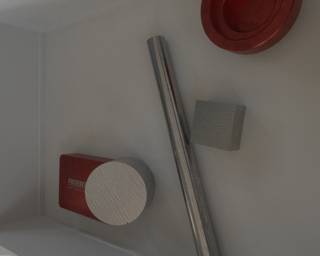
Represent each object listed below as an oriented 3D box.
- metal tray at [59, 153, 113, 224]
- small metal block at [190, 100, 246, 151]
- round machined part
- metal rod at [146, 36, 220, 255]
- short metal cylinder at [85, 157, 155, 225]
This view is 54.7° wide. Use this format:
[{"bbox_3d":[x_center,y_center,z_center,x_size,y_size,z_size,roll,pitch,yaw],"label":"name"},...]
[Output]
[{"bbox_3d":[-0.111,0.091,0.492,0.130,0.030,0.089,3,92,39],"label":"metal tray"},{"bbox_3d":[0.065,-0.004,0.352,0.050,0.025,0.050,12,98,39],"label":"small metal block"},{"bbox_3d":[0.094,-0.124,0.317,0.098,0.042,0.097,0,90,39],"label":"round machined part"},{"bbox_3d":[0.028,0.027,0.382,0.025,0.025,0.299,-21,77,38],"label":"metal rod"},{"bbox_3d":[-0.051,0.081,0.409,0.080,0.050,0.079,0,91,11],"label":"short metal cylinder"}]
